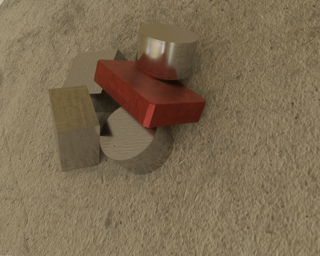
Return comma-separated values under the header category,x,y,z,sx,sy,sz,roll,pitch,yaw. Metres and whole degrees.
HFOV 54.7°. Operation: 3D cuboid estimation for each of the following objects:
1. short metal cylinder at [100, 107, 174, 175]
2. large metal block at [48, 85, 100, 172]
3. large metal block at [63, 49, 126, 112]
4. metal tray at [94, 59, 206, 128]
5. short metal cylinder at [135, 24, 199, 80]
category,x,y,z,sx,sy,sz,roll,pitch,yaw
short metal cylinder,-0.029,0.014,0.397,0.080,0.050,0.080,-13,56,21
large metal block,-0.117,0.000,0.422,0.050,0.079,0.080,-10,49,-21
large metal block,-0.097,-0.072,0.481,0.080,0.050,0.080,1,62,28
metal tray,-0.016,-0.049,0.404,0.130,0.091,0.030,41,125,39
short metal cylinder,0.008,-0.106,0.425,0.081,0.050,0.080,7,33,-4
